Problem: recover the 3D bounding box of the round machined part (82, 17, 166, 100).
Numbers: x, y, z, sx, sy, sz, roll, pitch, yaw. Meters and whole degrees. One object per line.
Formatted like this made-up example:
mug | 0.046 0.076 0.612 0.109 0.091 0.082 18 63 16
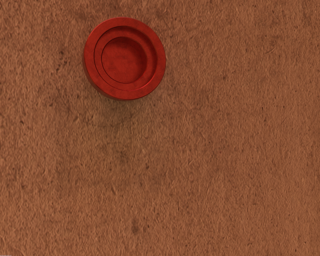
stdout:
round machined part | -0.046 -0.082 0.383 0.099 0.042 0.097 0 90 -20
